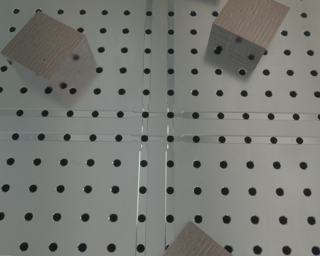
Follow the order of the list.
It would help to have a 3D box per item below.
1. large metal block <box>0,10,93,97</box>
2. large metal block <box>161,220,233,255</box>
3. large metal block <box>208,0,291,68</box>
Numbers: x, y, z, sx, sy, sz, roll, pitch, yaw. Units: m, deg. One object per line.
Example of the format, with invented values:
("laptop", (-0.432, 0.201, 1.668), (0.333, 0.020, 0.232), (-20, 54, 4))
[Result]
("large metal block", (-0.155, -0.104, 0.436), (0.080, 0.050, 0.080), (29, 73, 10))
("large metal block", (0.038, 0.161, 0.340), (0.080, 0.050, 0.080), (37, 74, 12))
("large metal block", (0.128, -0.148, 0.453), (0.080, 0.050, 0.080), (30, 73, 10))
